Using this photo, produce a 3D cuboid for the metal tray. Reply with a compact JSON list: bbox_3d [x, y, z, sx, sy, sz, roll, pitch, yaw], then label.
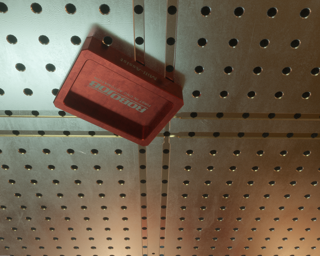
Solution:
[{"bbox_3d":[-0.049,-0.038,0.375,0.131,0.030,0.090,26,125,-21],"label":"metal tray"}]
